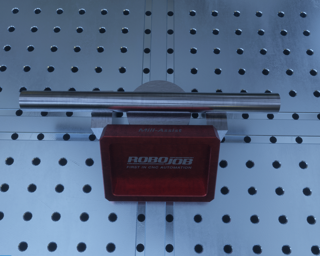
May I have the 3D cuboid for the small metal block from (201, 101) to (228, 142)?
[{"bbox_3d":[0.069,-0.012,0.403,0.025,0.050,0.050,-1,70,0],"label":"small metal block"}]

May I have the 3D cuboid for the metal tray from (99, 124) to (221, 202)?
[{"bbox_3d":[0.000,0.042,0.364,0.131,0.089,0.030,0,27,0],"label":"metal tray"}]

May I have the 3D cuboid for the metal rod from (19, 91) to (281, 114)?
[{"bbox_3d":[-0.012,-0.031,0.369,0.302,0.025,0.025,1,70,0],"label":"metal rod"}]

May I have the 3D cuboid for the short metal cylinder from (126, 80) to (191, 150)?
[{"bbox_3d":[-0.001,-0.015,0.404,0.081,0.050,0.080,0,70,0],"label":"short metal cylinder"}]

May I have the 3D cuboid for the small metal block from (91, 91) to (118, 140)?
[{"bbox_3d":[-0.071,-0.015,0.404,0.025,0.050,0.050,-1,70,0],"label":"small metal block"}]
